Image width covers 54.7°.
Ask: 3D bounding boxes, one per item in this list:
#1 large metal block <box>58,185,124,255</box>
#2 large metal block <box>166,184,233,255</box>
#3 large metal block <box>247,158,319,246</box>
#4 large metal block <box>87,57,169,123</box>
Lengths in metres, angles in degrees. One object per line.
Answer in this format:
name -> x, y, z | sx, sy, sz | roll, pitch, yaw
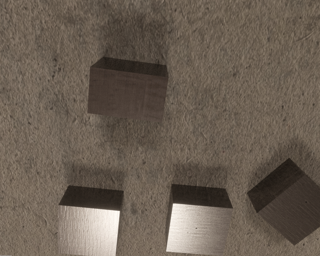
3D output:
large metal block -> -0.098, 0.134, 0.444 | 0.081, 0.050, 0.079 | 6, 110, -3
large metal block -> 0.053, 0.131, 0.446 | 0.081, 0.050, 0.079 | 6, 110, -3
large metal block -> 0.186, 0.104, 0.437 | 0.080, 0.050, 0.080 | 41, 105, -14
large metal block -> -0.035, -0.048, 0.362 | 0.081, 0.080, 0.050 | 7, 110, -3
